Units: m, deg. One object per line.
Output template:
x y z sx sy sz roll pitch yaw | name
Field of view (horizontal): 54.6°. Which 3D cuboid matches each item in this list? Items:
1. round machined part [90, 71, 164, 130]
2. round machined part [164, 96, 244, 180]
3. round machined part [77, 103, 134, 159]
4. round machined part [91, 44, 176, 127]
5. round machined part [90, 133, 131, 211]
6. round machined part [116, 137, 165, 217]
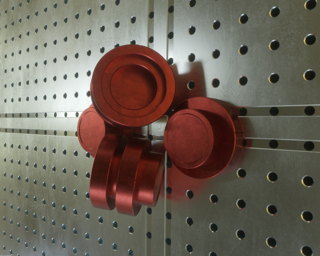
-0.042 -0.046 0.412 0.042 0.099 0.098 157 109 -79 | round machined part
0.043 0.012 0.364 0.098 0.042 0.097 0 90 40 | round machined part
-0.089 0.003 0.473 0.098 0.042 0.097 0 90 40 | round machined part
-0.033 -0.049 0.381 0.042 0.099 0.098 157 109 -79 | round machined part
-0.052 0.057 0.400 0.042 0.098 0.097 8 96 8 | round machined part
-0.021 0.062 0.392 0.042 0.098 0.097 9 97 8 | round machined part
